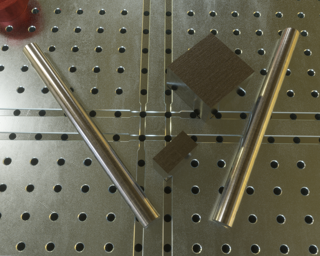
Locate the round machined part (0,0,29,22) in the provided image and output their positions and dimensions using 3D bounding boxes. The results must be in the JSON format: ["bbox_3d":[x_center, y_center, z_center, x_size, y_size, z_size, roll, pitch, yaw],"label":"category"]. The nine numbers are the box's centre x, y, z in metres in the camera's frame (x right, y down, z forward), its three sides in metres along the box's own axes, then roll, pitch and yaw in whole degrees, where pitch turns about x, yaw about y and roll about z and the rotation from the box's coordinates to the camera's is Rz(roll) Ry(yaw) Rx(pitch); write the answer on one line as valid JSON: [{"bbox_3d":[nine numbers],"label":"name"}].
[{"bbox_3d":[-0.247,-0.203,0.474,0.099,0.042,0.098,0,70,-1],"label":"round machined part"}]

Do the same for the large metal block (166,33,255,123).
[{"bbox_3d":[0.066,-0.068,0.424,0.080,0.050,0.080,-40,75,-13],"label":"large metal block"}]

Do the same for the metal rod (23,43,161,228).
[{"bbox_3d":[-0.098,-0.001,0.410,0.025,0.025,0.300,-35,74,-12],"label":"metal rod"}]

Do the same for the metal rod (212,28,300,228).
[{"bbox_3d":[0.135,-0.014,0.418,0.025,0.025,0.300,23,71,8],"label":"metal rod"}]

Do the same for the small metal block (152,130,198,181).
[{"bbox_3d":[0.018,0.036,0.386,0.050,0.050,0.025,-42,76,-14],"label":"small metal block"}]
